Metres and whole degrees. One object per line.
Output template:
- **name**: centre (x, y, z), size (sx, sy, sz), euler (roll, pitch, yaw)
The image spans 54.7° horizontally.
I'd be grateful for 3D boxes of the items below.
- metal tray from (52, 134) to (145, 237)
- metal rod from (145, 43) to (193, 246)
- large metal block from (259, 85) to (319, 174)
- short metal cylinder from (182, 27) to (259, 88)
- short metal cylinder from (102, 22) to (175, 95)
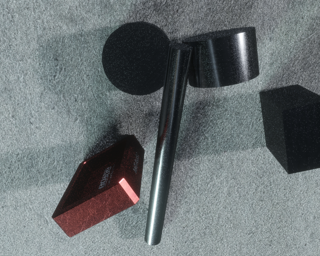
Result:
- **metal tray**: centre (-0.067, 0.062, 0.376), size (0.090, 0.130, 0.030), euler (-29, 108, 10)
- **metal rod**: centre (0.005, 0.042, 0.396), size (0.025, 0.025, 0.298), euler (6, 121, -2)
- **large metal block**: centre (0.164, -0.002, 0.382), size (0.050, 0.080, 0.080), euler (-13, 110, 4)
- **short metal cylinder**: centre (0.069, -0.081, 0.351), size (0.080, 0.080, 0.050), euler (-10, 110, 4)
- **short metal cylinder**: centre (-0.024, -0.083, 0.366), size (0.081, 0.050, 0.079), euler (0, 110, 0)
